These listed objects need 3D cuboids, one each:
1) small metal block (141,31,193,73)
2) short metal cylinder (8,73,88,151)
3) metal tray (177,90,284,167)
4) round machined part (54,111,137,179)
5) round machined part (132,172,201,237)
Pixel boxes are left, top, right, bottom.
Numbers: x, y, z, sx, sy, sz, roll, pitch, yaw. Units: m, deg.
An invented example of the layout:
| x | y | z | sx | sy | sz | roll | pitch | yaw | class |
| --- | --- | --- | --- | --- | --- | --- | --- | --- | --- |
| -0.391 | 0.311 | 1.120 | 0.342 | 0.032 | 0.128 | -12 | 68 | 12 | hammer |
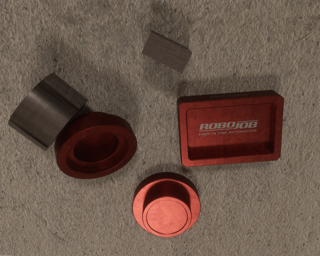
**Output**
| x | y | z | sx | sy | sz | roll | pitch | yaw | class |
| --- | --- | --- | --- | --- | --- | --- | --- | --- | --- |
| 0.008 | -0.091 | 0.363 | 0.050 | 0.050 | 0.025 | 24 | 108 | -9 | small metal block |
| -0.132 | -0.019 | 0.371 | 0.050 | 0.080 | 0.080 | 39 | 105 | -11 | short metal cylinder |
| 0.091 | 0.001 | 0.408 | 0.131 | 0.030 | 0.089 | -4 | 110 | 1 | metal tray |
| -0.082 | 0.018 | 0.390 | 0.099 | 0.042 | 0.097 | -16 | 140 | -14 | round machined part |
| 0.010 | 0.116 | 0.444 | 0.099 | 0.042 | 0.097 | 0 | 110 | -1 | round machined part |
